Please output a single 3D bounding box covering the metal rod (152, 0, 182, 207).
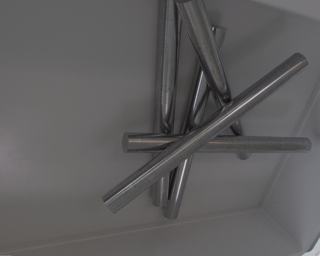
[{"bbox_3d":[0.006,-0.015,0.402,0.025,0.025,0.298,-11,123,-23],"label":"metal rod"}]

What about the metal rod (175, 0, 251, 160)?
[{"bbox_3d":[0.082,-0.041,0.399,0.025,0.025,0.300,-38,138,-3],"label":"metal rod"}]

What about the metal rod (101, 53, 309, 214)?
[{"bbox_3d":[0.061,0.001,0.378,0.301,0.025,0.025,-36,129,-8],"label":"metal rod"}]

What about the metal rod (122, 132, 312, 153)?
[{"bbox_3d":[0.096,0.022,0.432,0.302,0.025,0.025,2,118,-25],"label":"metal rod"}]

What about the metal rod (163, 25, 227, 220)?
[{"bbox_3d":[0.042,0.010,0.437,0.025,0.025,0.298,-4,120,-27],"label":"metal rod"}]
